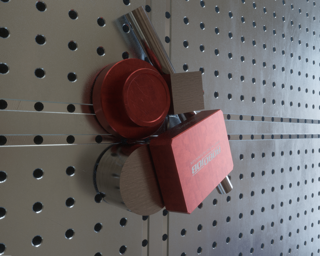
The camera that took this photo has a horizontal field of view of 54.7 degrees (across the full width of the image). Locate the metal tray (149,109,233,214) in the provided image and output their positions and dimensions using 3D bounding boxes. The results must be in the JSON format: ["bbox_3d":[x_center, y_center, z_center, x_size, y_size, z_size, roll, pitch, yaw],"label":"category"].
[{"bbox_3d":[0.046,0.036,0.390,0.131,0.030,0.089,-28,109,-50],"label":"metal tray"}]

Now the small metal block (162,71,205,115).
[{"bbox_3d":[0.028,-0.046,0.398,0.050,0.025,0.050,-12,101,-34],"label":"small metal block"}]

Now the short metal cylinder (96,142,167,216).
[{"bbox_3d":[-0.027,0.058,0.365,0.081,0.050,0.079,0,90,-40],"label":"short metal cylinder"}]

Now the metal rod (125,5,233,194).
[{"bbox_3d":[0.036,-0.024,0.435,0.025,0.025,0.299,-44,117,-31],"label":"metal rod"}]

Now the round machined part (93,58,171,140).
[{"bbox_3d":[-0.026,-0.035,0.370,0.099,0.042,0.097,0,90,-39],"label":"round machined part"}]
